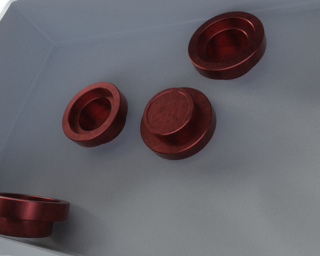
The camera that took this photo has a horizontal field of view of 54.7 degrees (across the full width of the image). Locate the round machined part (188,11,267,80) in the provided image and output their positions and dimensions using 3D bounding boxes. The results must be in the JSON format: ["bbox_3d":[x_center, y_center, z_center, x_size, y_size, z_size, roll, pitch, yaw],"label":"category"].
[{"bbox_3d":[0.090,-0.103,0.411,0.098,0.042,0.098,-13,56,21],"label":"round machined part"}]

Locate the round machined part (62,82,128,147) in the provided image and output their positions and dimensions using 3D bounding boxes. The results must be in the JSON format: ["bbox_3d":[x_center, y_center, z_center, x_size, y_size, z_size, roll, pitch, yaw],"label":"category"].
[{"bbox_3d":[-0.089,-0.016,0.451,0.098,0.042,0.098,-13,56,21],"label":"round machined part"}]

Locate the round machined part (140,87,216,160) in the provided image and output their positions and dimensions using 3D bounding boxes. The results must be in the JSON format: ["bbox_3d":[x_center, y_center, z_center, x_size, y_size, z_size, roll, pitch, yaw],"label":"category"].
[{"bbox_3d":[0.018,-0.012,0.393,0.098,0.042,0.098,-13,56,21],"label":"round machined part"}]

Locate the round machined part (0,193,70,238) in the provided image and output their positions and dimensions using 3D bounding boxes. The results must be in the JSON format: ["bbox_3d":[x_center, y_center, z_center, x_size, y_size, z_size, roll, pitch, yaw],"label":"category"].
[{"bbox_3d":[-0.165,0.107,0.382,0.098,0.098,0.042,2,77,29],"label":"round machined part"}]
